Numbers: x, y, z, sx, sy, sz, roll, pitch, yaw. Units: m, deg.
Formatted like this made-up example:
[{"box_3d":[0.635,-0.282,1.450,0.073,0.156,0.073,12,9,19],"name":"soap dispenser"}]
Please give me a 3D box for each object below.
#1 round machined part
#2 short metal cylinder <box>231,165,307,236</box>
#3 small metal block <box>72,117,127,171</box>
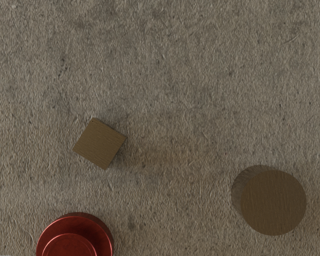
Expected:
[{"box_3d":[-0.111,0.163,0.400,0.099,0.042,0.097,0,90,-1],"name":"round machined part"},{"box_3d":[0.137,0.091,0.399,0.081,0.050,0.079,0,90,-1],"name":"short metal cylinder"},{"box_3d":[-0.078,0.020,0.409,0.050,0.025,0.050,32,90,-1],"name":"small metal block"}]
